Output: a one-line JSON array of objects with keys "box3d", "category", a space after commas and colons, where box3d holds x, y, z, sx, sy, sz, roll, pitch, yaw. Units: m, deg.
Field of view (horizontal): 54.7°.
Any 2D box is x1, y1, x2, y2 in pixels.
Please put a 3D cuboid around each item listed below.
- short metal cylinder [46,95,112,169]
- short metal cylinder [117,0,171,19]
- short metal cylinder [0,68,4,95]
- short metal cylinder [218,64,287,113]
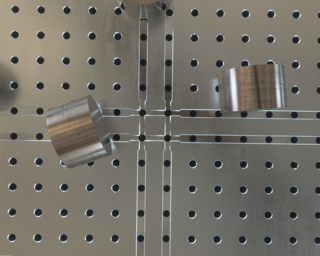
[{"box3d": [-0.098, 0.005, 0.385, 0.050, 0.080, 0.080, -19, 90, 0], "category": "short metal cylinder"}, {"box3d": [-0.022, -0.189, 0.400, 0.081, 0.050, 0.079, 0, 90, -1], "category": "short metal cylinder"}, {"box3d": [-0.254, -0.063, 0.397, 0.081, 0.050, 0.079, 0, 90, -1], "category": "short metal cylinder"}, {"box3d": [0.115, -0.047, 0.387, 0.081, 0.080, 0.050, -4, 90, -1], "category": "short metal cylinder"}]
